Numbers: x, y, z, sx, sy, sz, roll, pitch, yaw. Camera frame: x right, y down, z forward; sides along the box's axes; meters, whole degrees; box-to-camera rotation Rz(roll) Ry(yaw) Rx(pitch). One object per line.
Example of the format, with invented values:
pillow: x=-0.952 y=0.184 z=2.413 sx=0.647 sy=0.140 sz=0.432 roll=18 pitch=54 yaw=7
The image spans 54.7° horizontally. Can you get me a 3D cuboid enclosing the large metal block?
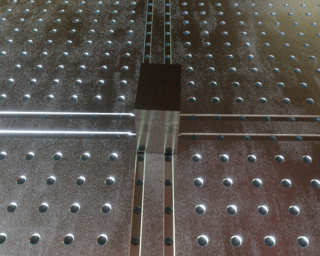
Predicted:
large metal block: x=-0.001 y=-0.024 z=0.391 sx=0.050 sy=0.080 sz=0.080 roll=3 pitch=50 yaw=2
